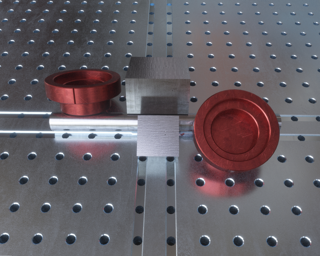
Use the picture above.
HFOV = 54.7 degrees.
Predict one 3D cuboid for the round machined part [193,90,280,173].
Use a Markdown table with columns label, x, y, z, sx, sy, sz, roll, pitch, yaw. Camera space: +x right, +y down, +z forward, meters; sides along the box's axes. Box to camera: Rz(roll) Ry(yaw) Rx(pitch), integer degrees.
| label | x | y | z | sx | sy | sz | roll | pitch | yaw |
| --- | --- | --- | --- | --- | --- | --- | --- | --- | --- |
| round machined part | 0.089 | 0.006 | 0.376 | 0.099 | 0.042 | 0.098 | 0 | 75 | 0 |

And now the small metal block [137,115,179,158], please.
| label | x | y | z | sx | sy | sz | roll | pitch | yaw |
| --- | --- | --- | --- | --- | --- | --- | --- | --- | --- |
| small metal block | -0.002 | 0.012 | 0.385 | 0.050 | 0.025 | 0.050 | 1 | 79 | 0 |

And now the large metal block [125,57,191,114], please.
| label | x | y | z | sx | sy | sz | roll | pitch | yaw |
| --- | --- | --- | --- | --- | --- | --- | --- | --- | --- |
| large metal block | -0.002 | -0.061 | 0.427 | 0.081 | 0.050 | 0.080 | 1 | 32 | 0 |

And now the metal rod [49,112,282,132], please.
| label | x | y | z | sx | sy | sz | roll | pitch | yaw |
| --- | --- | --- | --- | --- | --- | --- | --- | --- | --- |
| metal rod | 0.007 | -0.008 | 0.415 | 0.302 | 0.025 | 0.025 | 0 | 50 | 0 |

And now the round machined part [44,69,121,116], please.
| label | x | y | z | sx | sy | sz | roll | pitch | yaw |
| --- | --- | --- | --- | --- | --- | --- | --- | --- | --- |
| round machined part | -0.102 | -0.048 | 0.420 | 0.099 | 0.042 | 0.098 | 0 | 24 | 0 |
